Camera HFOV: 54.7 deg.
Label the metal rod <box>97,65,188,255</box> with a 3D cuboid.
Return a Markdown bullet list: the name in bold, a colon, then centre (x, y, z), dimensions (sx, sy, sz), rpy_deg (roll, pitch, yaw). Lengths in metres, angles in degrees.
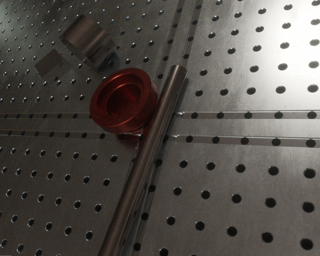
- **metal rod**: centre (-0.021, 0.048, 0.388), dimensions (0.025, 0.025, 0.300), rpy_deg (7, 65, 31)

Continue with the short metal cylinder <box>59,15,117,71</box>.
- **short metal cylinder**: centre (-0.120, -0.142, 0.521), dimensions (0.080, 0.080, 0.050), rpy_deg (33, 80, 38)

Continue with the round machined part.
- **round machined part**: centre (-0.047, -0.034, 0.441), dimensions (0.098, 0.042, 0.098), rpy_deg (-14, 55, 21)

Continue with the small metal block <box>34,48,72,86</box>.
- **small metal block**: centre (-0.201, -0.115, 0.582), dimensions (0.050, 0.025, 0.050), rpy_deg (-41, 51, -1)
